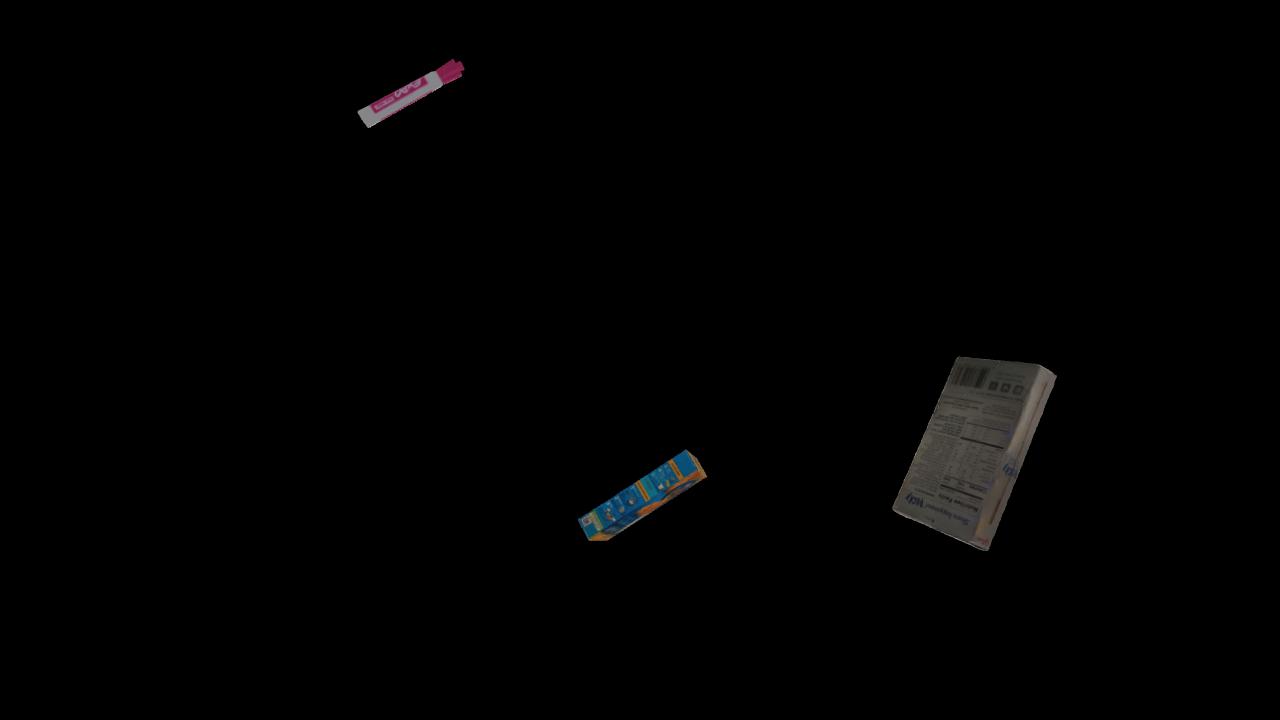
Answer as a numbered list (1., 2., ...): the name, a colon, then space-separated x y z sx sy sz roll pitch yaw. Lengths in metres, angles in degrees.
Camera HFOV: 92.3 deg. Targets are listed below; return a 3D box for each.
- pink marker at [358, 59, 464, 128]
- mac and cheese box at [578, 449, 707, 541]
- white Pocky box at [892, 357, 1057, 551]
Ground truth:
1. pink marker: -0.241 -0.285 0.654 0.121 0.020 0.020 -31 3 -4
2. mac and cheese box: 0.007 0.200 0.899 0.184 0.041 0.093 -33 -23 3
3. white Pocky box: 0.280 0.073 0.521 0.028 0.154 0.084 26 -4 -22
